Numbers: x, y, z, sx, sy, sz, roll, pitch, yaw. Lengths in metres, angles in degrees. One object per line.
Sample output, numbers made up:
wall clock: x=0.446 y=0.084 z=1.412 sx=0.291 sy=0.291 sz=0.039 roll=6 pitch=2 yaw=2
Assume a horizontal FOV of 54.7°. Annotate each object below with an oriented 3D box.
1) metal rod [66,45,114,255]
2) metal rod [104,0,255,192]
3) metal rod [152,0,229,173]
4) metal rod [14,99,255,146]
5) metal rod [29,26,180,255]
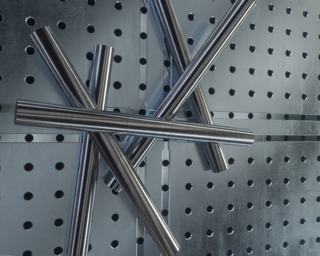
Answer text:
metal rod: x=-0.088 y=0.048 z=0.380 sx=0.025 sy=0.025 sz=0.298 roll=8 pitch=87 yaw=-20
metal rod: x=0.027 y=-0.047 z=0.400 sx=0.025 sy=0.025 sz=0.300 roll=37 pitch=86 yaw=-17
metal rod: x=0.036 y=-0.080 z=0.427 sx=0.025 sy=0.025 sz=0.298 roll=-23 pitch=98 yaw=-19
metal rod: x=-0.005 y=-0.001 z=0.367 sx=0.302 sy=0.025 sz=0.025 roll=6 pitch=88 yaw=-29
metal rod: x=-0.059 y=0.023 z=0.362 sx=0.025 sy=0.025 sz=0.299 roll=-32 pitch=99 yaw=-17
